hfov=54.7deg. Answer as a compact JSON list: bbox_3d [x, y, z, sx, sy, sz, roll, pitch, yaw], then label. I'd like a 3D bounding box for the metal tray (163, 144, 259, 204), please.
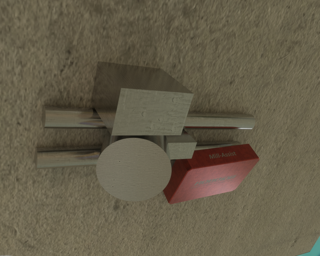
[{"bbox_3d":[0.077,0.070,0.474,0.131,0.030,0.089,-5,138,-28],"label":"metal tray"}]

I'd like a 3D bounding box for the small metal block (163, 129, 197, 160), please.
[{"bbox_3d":[0.012,0.017,0.411,0.050,0.050,0.025,1,118,-29],"label":"small metal block"}]

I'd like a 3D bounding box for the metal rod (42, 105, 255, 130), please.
[{"bbox_3d":[0.007,-0.011,0.407,0.303,0.025,0.025,1,118,-29],"label":"metal rod"}]

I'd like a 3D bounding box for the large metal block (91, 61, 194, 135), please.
[{"bbox_3d":[-0.023,-0.033,0.342,0.081,0.080,0.050,1,118,-29],"label":"large metal block"}]

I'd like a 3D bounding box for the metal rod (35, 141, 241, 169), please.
[{"bbox_3d":[-0.009,0.034,0.426,0.303,0.025,0.025,0,119,-29],"label":"metal rod"}]

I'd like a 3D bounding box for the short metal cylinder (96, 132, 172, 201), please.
[{"bbox_3d":[-0.029,0.036,0.354,0.081,0.050,0.079,-1,114,-2],"label":"short metal cylinder"}]
